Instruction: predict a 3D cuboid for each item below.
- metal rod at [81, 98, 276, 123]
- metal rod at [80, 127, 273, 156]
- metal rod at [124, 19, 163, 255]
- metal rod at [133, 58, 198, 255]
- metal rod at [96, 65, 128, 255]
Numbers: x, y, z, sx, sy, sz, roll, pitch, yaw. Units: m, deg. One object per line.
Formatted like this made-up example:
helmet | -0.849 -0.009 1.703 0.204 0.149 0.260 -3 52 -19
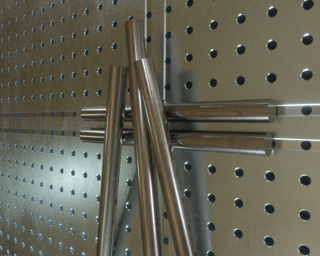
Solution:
metal rod | -0.002 -0.020 0.410 0.300 0.025 0.025 1 91 39
metal rod | -0.005 0.014 0.412 0.300 0.025 0.025 1 91 39
metal rod | -0.021 0.011 0.393 0.025 0.025 0.298 -8 85 39
metal rod | 0.012 0.065 0.373 0.025 0.025 0.298 -14 89 39
metal rod | -0.070 0.062 0.441 0.025 0.025 0.298 18 108 38
